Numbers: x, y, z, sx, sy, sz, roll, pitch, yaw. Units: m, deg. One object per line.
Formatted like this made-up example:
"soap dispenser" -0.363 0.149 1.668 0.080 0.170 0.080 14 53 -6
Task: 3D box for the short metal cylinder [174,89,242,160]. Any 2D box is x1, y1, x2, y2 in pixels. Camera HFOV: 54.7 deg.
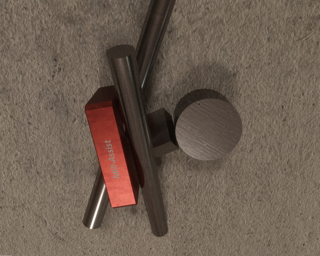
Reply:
"short metal cylinder" 0.059 -0.006 0.395 0.081 0.050 0.079 0 110 -1

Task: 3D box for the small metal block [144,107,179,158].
"small metal block" -0.008 0.009 0.393 0.050 0.050 0.025 -23 146 18

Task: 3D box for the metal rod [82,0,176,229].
"metal rod" -0.042 -0.009 0.366 0.025 0.025 0.298 18 107 -7

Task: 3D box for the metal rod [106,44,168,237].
"metal rod" -0.017 0.043 0.369 0.025 0.025 0.298 -7 132 2

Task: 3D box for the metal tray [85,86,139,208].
"metal tray" -0.053 0.019 0.381 0.030 0.090 0.129 -10 110 3
